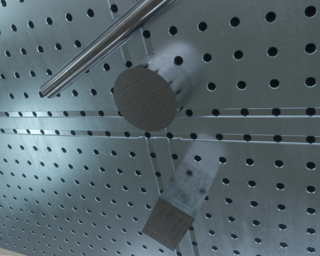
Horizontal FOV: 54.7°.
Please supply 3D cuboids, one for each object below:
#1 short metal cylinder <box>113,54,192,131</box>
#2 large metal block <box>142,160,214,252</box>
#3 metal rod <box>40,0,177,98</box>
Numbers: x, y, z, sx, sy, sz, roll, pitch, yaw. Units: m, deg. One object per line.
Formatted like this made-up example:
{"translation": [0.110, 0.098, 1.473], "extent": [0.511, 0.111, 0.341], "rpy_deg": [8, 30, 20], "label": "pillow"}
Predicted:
{"translation": [-0.008, -0.043, 0.372], "extent": [0.080, 0.050, 0.079], "rpy_deg": [13, 124, 20], "label": "short metal cylinder"}
{"translation": [0.025, 0.106, 0.427], "extent": [0.050, 0.080, 0.079], "rpy_deg": [29, 128, 9], "label": "large metal block"}
{"translation": [-0.058, -0.108, 0.373], "extent": [0.299, 0.025, 0.025], "rpy_deg": [-26, 104, 36], "label": "metal rod"}
